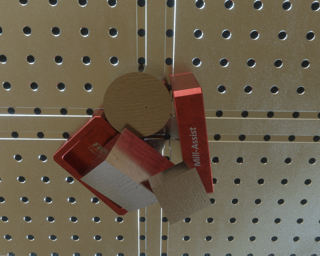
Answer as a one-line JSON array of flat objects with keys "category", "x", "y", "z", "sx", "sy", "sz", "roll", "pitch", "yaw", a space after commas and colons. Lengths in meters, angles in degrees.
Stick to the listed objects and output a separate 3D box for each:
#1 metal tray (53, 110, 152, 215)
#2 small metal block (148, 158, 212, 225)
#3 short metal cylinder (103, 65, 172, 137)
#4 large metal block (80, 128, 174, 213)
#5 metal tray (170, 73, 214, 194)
[{"category": "metal tray", "x": -0.066, "y": 0.050, "z": 0.427, "sx": 0.090, "sy": 0.030, "sz": 0.130, "roll": -41, "pitch": 106, "yaw": 13}, {"category": "small metal block", "x": 0.022, "y": 0.069, "z": 0.339, "sx": 0.050, "sy": 0.025, "sz": 0.050, "roll": -26, "pitch": 109, "yaw": -3}, {"category": "short metal cylinder", "x": -0.026, "y": -0.035, "z": 0.387, "sx": 0.081, "sy": 0.050, "sz": 0.079, "roll": 0, "pitch": 110, "yaw": -1}, {"category": "large metal block", "x": -0.040, "y": 0.056, "z": 0.387, "sx": 0.080, "sy": 0.050, "sz": 0.080, "roll": 38, "pitch": 141, "yaw": -14}, {"category": "metal tray", "x": 0.038, "y": 0.006, "z": 0.381, "sx": 0.030, "sy": 0.090, "sz": 0.129, "roll": -9, "pitch": 110, "yaw": 3}]
